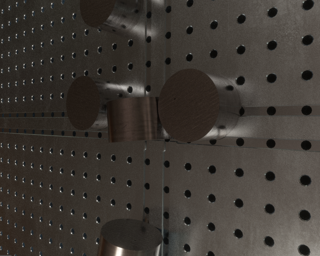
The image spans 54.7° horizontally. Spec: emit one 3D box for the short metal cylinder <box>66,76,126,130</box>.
[{"bbox_3d":[-0.097,-0.036,0.471,0.080,0.050,0.079,0,90,39],"label":"short metal cylinder"}]

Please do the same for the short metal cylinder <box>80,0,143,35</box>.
[{"bbox_3d":[-0.071,-0.181,0.449,0.080,0.050,0.079,0,90,39],"label":"short metal cylinder"}]

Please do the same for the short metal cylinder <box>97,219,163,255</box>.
[{"bbox_3d":[-0.040,0.160,0.405,0.080,0.081,0.050,17,101,38],"label":"short metal cylinder"}]

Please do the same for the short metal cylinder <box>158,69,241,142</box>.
[{"bbox_3d":[0.045,-0.025,0.355,0.080,0.050,0.079,0,90,39],"label":"short metal cylinder"}]

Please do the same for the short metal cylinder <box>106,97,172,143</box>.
[{"bbox_3d":[-0.026,-0.009,0.393,0.080,0.081,0.050,-6,86,39],"label":"short metal cylinder"}]
